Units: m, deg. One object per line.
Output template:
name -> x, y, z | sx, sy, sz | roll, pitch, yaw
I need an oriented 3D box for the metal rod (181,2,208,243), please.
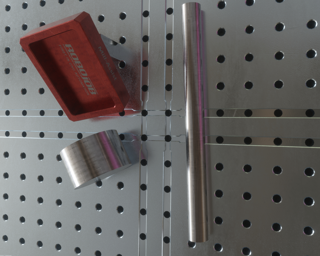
metal rod -> 0.044, -0.008, 0.396 | 0.025, 0.025, 0.298 | -2, 89, 19

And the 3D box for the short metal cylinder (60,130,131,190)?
short metal cylinder -> -0.085, 0.042, 0.412 | 0.080, 0.080, 0.050 | -28, 81, 17

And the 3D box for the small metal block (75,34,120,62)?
small metal block -> -0.090, -0.107, 0.430 | 0.050, 0.050, 0.025 | -6, 88, 19

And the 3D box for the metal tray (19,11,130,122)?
metal tray -> -0.107, -0.074, 0.405 | 0.090, 0.030, 0.129 | -10, 125, 22
